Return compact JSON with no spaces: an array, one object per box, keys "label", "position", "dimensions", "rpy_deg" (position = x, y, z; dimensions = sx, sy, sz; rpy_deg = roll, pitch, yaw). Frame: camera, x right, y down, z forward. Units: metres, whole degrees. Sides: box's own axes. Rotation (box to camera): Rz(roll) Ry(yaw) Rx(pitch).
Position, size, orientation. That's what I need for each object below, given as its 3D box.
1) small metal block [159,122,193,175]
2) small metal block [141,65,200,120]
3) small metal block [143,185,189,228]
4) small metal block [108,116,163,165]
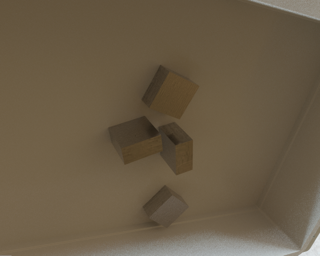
[{"label":"small metal block","position":[0.021,0.027,0.423],"dimensions":[0.025,0.050,0.050],"rpy_deg":[-17,125,-19]},{"label":"small metal block","position":[0.013,-0.044,0.390],"dimensions":[0.050,0.025,0.050],"rpy_deg":[19,108,-36]},{"label":"small metal block","position":[0.010,0.126,0.494],"dimensions":[0.050,0.025,0.050],"rpy_deg":[-45,130,2]},{"label":"small metal block","position":[-0.031,0.014,0.386],"dimensions":[0.050,0.050,0.025],"rpy_deg":[-19,126,-18]}]
